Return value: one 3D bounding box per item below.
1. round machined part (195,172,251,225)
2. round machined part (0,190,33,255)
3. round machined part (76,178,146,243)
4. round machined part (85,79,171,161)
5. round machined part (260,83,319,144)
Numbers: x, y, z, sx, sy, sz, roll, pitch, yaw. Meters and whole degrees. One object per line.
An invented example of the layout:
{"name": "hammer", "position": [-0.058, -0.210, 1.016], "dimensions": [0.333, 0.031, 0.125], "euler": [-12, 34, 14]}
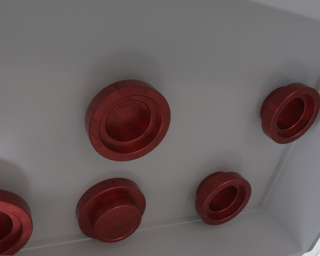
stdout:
{"name": "round machined part", "position": [0.101, 0.113, 0.523], "dimensions": [0.099, 0.042, 0.097], "euler": [-14, 124, -21]}
{"name": "round machined part", "position": [-0.201, 0.108, 0.355], "dimensions": [0.099, 0.042, 0.097], "euler": [-14, 124, -21]}
{"name": "round machined part", "position": [-0.065, 0.122, 0.438], "dimensions": [0.099, 0.042, 0.097], "euler": [-14, 124, -21]}
{"name": "round machined part", "position": [-0.040, -0.012, 0.368], "dimensions": [0.099, 0.042, 0.097], "euler": [-14, 124, -21]}
{"name": "round machined part", "position": [0.200, -0.027, 0.490], "dimensions": [0.099, 0.042, 0.097], "euler": [-14, 124, -21]}
